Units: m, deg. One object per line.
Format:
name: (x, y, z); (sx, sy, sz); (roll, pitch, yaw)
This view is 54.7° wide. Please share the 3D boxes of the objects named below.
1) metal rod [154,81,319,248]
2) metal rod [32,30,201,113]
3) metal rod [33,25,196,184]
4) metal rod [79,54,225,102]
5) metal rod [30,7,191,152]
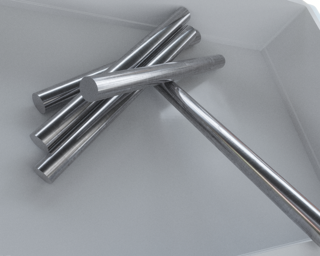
metal rod: (0.072, 0.011, 0.362); (0.025, 0.025, 0.300); (-13, 44, -34)
metal rod: (-0.038, -0.093, 0.443); (0.302, 0.025, 0.025); (-33, 81, -38)
metal rod: (-0.037, -0.049, 0.394); (0.025, 0.025, 0.301); (41, 58, -1)
metal rod: (0.016, -0.076, 0.415); (0.025, 0.025, 0.302); (53, 37, 9)
metal rod: (-0.044, -0.081, 0.401); (0.025, 0.025, 0.301); (41, 57, -1)
